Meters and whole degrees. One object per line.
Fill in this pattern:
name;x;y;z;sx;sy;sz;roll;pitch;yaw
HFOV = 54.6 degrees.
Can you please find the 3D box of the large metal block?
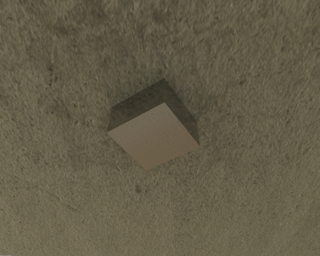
large metal block;-0.007;-0.002;0.389;0.080;0.050;0.080;-27;125;21
